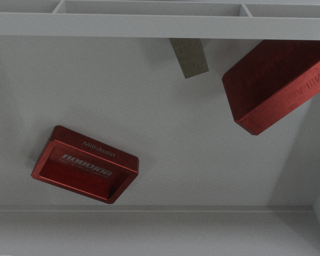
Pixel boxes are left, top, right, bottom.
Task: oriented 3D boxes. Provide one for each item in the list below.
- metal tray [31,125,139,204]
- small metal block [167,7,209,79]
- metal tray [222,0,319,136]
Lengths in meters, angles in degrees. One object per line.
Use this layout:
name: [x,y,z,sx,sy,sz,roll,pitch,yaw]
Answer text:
metal tray: [-0.108,0.058,0.453,0.131,0.030,0.090,25,126,-20]
small metal block: [0.028,-0.087,0.319,0.025,0.050,0.050,-17,128,14]
metal tray: [0.127,-0.063,0.314,0.030,0.090,0.130,33,122,-25]
